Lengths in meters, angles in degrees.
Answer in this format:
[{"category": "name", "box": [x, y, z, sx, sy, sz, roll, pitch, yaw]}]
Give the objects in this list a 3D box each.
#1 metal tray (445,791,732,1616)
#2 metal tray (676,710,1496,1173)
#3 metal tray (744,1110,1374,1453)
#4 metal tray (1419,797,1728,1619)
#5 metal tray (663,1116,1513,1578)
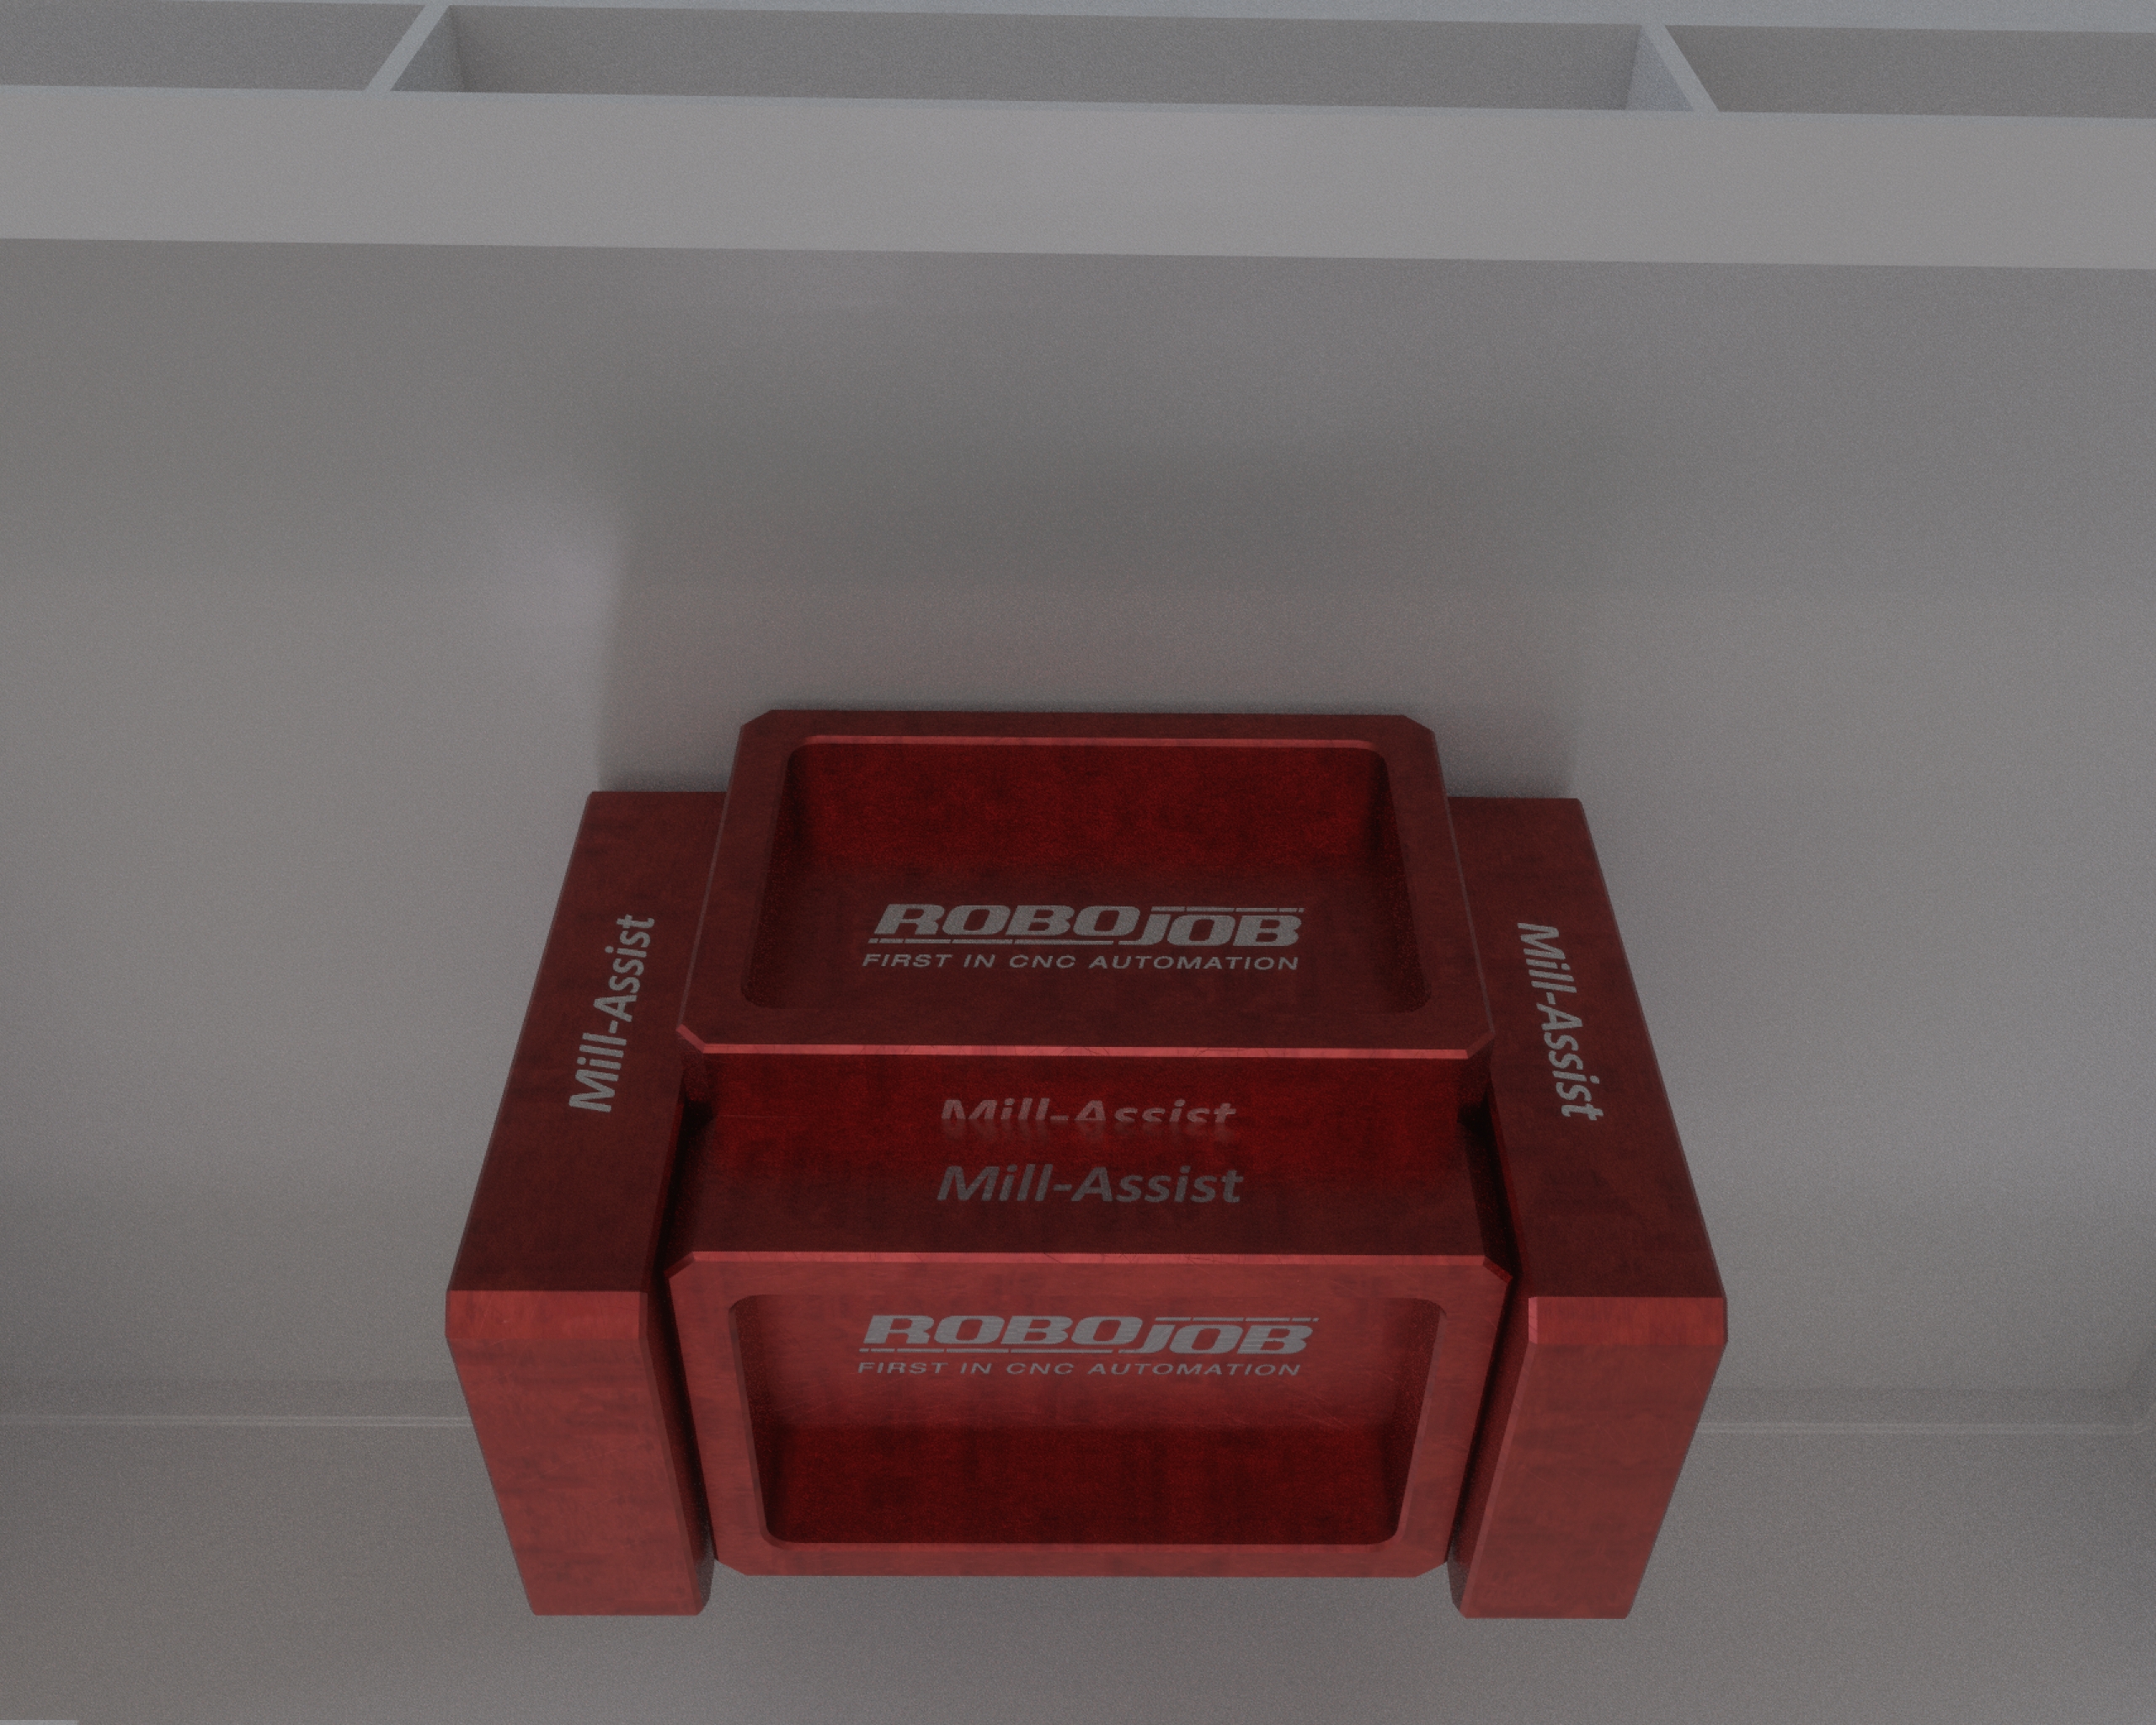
[{"category": "metal tray", "box": [-0.080, 0.059, 0.387, 0.030, 0.130, 0.089, 0, 131, 0]}, {"category": "metal tray", "box": [0.002, 0.012, 0.372, 0.131, 0.090, 0.030, 1, 131, 0]}, {"category": "metal tray", "box": [0.001, 0.079, 0.430, 0.131, 0.090, 0.030, 0, 130, -1]}, {"category": "metal tray", "box": [0.083, 0.060, 0.389, 0.030, 0.130, 0.089, 1, 131, -1]}, {"category": "metal tray", "box": [0.001, 0.085, 0.357, 0.131, 0.030, 0.089, 0, 130, -1]}]
